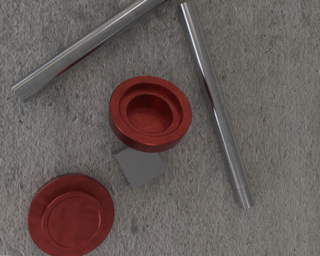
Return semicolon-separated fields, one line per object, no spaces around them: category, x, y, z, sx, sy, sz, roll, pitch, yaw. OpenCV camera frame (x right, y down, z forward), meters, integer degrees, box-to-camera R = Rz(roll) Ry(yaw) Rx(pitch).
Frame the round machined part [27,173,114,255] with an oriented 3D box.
round machined part;-0.102;0.104;0.363;0.099;0.042;0.097;0;90;-20

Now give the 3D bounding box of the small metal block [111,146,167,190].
small metal block;-0.027;0.044;0.399;0.050;0.025;0.050;-28;100;-18

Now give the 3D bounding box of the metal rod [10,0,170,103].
metal rod;-0.051;-0.132;0.390;0.301;0.025;0.025;-41;103;-16

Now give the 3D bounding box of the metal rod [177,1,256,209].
metal rod;0.082;-0.028;0.439;0.025;0.025;0.298;-21;97;-19

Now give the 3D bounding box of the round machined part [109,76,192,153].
round machined part;-0.014;-0.013;0.380;0.099;0.042;0.098;7;58;-11
